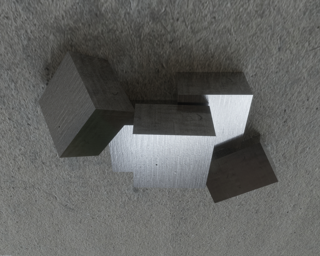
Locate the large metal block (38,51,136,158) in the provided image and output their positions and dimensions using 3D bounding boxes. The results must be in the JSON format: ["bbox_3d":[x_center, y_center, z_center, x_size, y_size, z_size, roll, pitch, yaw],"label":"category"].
[{"bbox_3d":[-0.084,-0.024,0.342,0.050,0.080,0.080,2,140,-48],"label":"large metal block"}]

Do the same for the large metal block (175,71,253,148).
[{"bbox_3d":[0.059,-0.021,0.376,0.081,0.050,0.079,0,130,-1],"label":"large metal block"}]

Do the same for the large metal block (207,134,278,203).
[{"bbox_3d":[0.104,0.051,0.409,0.080,0.080,0.050,-25,88,19],"label":"large metal block"}]

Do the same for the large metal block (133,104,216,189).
[{"bbox_3d":[0.012,0.021,0.342,0.081,0.050,0.079,2,130,-2],"label":"large metal block"}]

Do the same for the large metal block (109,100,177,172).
[{"bbox_3d":[-0.021,0.011,0.399,0.081,0.050,0.079,0,130,-1],"label":"large metal block"}]
